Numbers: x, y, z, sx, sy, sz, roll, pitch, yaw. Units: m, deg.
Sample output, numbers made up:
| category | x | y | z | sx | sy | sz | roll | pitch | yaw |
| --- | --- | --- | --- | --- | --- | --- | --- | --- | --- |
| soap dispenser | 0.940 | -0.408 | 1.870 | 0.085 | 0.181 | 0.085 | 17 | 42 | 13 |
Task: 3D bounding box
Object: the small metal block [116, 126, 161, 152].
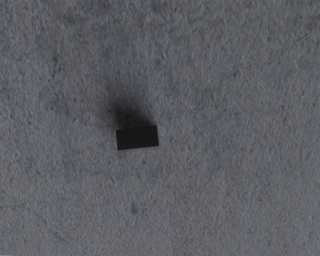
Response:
| category | x | y | z | sx | sy | sz | roll | pitch | yaw |
| --- | --- | --- | --- | --- | --- | --- | --- | --- | --- |
| small metal block | -0.026 | 0.015 | 0.399 | 0.050 | 0.050 | 0.025 | -6 | 83 | 2 |
